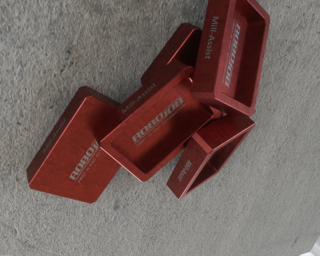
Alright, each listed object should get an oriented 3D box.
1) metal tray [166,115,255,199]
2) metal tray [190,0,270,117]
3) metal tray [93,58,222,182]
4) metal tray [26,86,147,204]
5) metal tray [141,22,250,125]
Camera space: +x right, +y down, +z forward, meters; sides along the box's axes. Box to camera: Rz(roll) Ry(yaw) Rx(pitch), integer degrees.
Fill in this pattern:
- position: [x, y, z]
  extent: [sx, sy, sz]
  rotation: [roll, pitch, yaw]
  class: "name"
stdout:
- position: [0.066, 0.038, 0.422]
  extent: [0.091, 0.030, 0.129]
  rotation: [-27, 154, -32]
  class: "metal tray"
- position: [0.084, -0.086, 0.356]
  extent: [0.091, 0.030, 0.129]
  rotation: [17, 82, -46]
  class: "metal tray"
- position: [0.000, -0.006, 0.364]
  extent: [0.130, 0.030, 0.090]
  rotation: [-41, 130, 0]
  class: "metal tray"
- position: [-0.086, 0.025, 0.373]
  extent: [0.090, 0.030, 0.130]
  rotation: [28, 103, -38]
  class: "metal tray"
- position: [0.051, -0.059, 0.398]
  extent: [0.131, 0.030, 0.090]
  rotation: [30, 101, -38]
  class: "metal tray"
